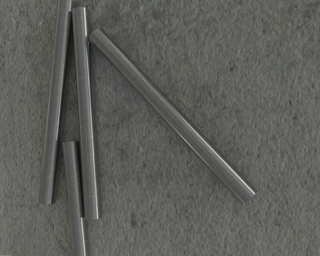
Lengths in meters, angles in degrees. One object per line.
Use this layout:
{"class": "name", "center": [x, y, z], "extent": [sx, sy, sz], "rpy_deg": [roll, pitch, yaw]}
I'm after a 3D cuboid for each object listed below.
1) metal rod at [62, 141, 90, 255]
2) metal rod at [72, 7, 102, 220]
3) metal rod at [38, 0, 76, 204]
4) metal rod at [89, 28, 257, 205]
{"class": "metal rod", "center": [-0.115, 0.168, 0.448], "extent": [0.025, 0.025, 0.298], "rpy_deg": [-6, 88, 19]}
{"class": "metal rod", "center": [-0.104, -0.021, 0.444], "extent": [0.025, 0.025, 0.298], "rpy_deg": [-4, 89, 19]}
{"class": "metal rod", "center": [-0.153, -0.037, 0.461], "extent": [0.025, 0.025, 0.298], "rpy_deg": [7, 92, 19]}
{"class": "metal rod", "center": [0.008, -0.024, 0.405], "extent": [0.025, 0.025, 0.300], "rpy_deg": [-46, 76, 14]}
